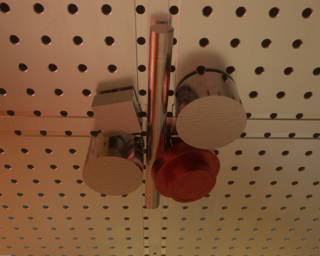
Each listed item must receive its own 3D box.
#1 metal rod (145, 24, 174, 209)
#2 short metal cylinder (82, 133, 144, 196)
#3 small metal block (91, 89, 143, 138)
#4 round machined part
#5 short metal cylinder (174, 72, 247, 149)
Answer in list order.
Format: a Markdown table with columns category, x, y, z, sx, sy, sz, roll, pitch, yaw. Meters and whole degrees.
| category | x | y | z | sx | sy | sz | roll | pitch | yaw |
| --- | --- | --- | --- | --- | --- | --- | --- | --- | --- |
| metal rod | -0.005 | 0.011 | 0.415 | 0.025 | 0.025 | 0.298 | 2 | 130 | -2 |
| short metal cylinder | -0.063 | 0.049 | 0.431 | 0.081 | 0.050 | 0.079 | 0 | 130 | 0 |
| small metal block | -0.053 | -0.018 | 0.391 | 0.050 | 0.025 | 0.050 | -9 | 130 | 7 |
| round machined part | 0.040 | 0.068 | 0.438 | 0.099 | 0.042 | 0.097 | -11 | 131 | -12 |
| short metal cylinder | 0.059 | -0.020 | 0.373 | 0.081 | 0.050 | 0.079 | 0 | 130 | 0 |
